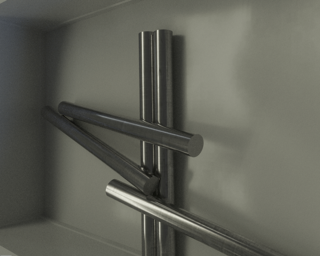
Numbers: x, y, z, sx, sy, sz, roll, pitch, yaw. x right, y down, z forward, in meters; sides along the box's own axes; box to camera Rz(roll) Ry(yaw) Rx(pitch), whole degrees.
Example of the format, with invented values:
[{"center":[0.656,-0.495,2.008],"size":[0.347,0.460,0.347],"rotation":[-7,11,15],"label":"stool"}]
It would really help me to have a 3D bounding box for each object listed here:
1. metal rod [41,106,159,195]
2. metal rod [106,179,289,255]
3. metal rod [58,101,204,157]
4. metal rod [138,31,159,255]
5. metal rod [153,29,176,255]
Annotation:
[{"center":[-0.110,0.020,0.477],"size":[0.300,0.025,0.025],"rotation":[27,107,42],"label":"metal rod"},{"center":[0.058,0.116,0.333],"size":[0.300,0.025,0.025],"rotation":[16,100,33],"label":"metal rod"},{"center":[-0.064,-0.008,0.430],"size":[0.300,0.025,0.025],"rotation":[15,99,46],"label":"metal rod"},{"center":[-0.014,0.023,0.412],"size":[0.025,0.025,0.298],"rotation":[-2,89,39],"label":"metal rod"},{"center":[0.006,0.026,0.396],"size":[0.025,0.025,0.298],"rotation":[-1,89,39],"label":"metal rod"}]
